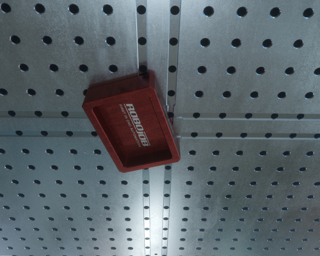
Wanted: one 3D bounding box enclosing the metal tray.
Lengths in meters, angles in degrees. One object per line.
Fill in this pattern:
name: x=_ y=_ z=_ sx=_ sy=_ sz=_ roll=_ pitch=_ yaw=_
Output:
metal tray: x=-0.032 y=-0.001 z=0.407 sx=0.090 sy=0.030 sz=0.130 roll=-13 pitch=129 yaw=10
